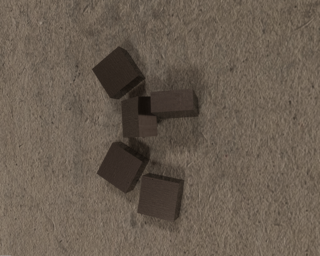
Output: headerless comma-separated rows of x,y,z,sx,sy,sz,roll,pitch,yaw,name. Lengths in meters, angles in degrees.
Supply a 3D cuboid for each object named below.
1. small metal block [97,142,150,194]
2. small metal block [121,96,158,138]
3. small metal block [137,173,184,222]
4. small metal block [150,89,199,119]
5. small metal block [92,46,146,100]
-0.051,0.053,0.426,0.050,0.025,0.050,31,100,17,small metal block
-0.028,-0.013,0.404,0.050,0.025,0.050,-5,88,60,small metal block
0.001,0.090,0.408,0.050,0.025,0.050,9,93,19,small metal block
0.019,-0.029,0.384,0.050,0.050,0.025,-3,82,13,small metal block
-0.057,-0.075,0.428,0.050,0.025,0.050,-36,79,16,small metal block
